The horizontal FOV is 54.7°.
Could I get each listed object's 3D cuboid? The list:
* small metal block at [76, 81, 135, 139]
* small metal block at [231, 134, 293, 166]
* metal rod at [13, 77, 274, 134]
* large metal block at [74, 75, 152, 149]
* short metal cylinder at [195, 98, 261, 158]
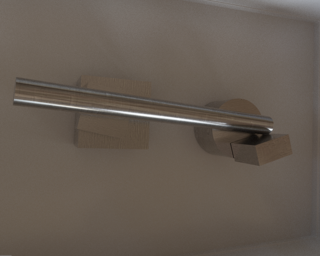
[{"bbox_3d":[-0.060,-0.018,0.334,0.050,0.025,0.050,14,85,-20],"label":"small metal block"},{"bbox_3d":[0.127,0.026,0.390,0.050,0.050,0.025,-15,96,-20],"label":"small metal block"},{"bbox_3d":[0.007,-0.018,0.338,0.302,0.025,0.025,6,88,-28],"label":"metal rod"},{"bbox_3d":[-0.058,-0.017,0.373,0.081,0.050,0.079,3,89,-20],"label":"large metal block"},{"bbox_3d":[0.096,0.001,0.432,0.081,0.050,0.079,0,90,-21],"label":"short metal cylinder"}]
